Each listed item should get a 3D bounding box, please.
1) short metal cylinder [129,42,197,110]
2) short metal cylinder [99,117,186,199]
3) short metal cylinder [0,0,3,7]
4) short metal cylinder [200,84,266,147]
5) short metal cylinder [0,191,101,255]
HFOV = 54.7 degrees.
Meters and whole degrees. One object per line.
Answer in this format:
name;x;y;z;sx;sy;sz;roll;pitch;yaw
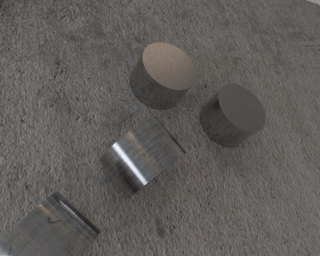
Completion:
short metal cylinder;0.004;-0.072;0.433;0.081;0.050;0.080;14;56;-21
short metal cylinder;-0.018;0.032;0.339;0.081;0.080;0.050;-33;81;-38
short metal cylinder;-0.234;-0.187;0.376;0.081;0.050;0.080;14;56;-21
short metal cylinder;0.106;-0.018;0.455;0.081;0.050;0.080;14;56;-21
short metal cylinder;-0.096;0.100;0.256;0.050;0.080;0.080;43;51;1
